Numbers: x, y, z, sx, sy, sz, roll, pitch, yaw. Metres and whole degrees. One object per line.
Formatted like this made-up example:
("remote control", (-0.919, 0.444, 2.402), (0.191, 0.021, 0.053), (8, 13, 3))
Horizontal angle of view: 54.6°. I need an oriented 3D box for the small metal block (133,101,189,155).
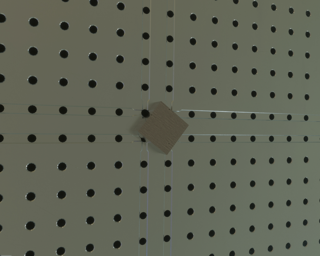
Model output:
("small metal block", (0.001, 0.000, 0.413), (0.050, 0.025, 0.050), (40, 77, -16))
